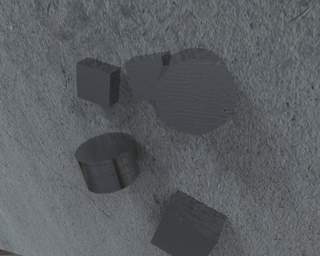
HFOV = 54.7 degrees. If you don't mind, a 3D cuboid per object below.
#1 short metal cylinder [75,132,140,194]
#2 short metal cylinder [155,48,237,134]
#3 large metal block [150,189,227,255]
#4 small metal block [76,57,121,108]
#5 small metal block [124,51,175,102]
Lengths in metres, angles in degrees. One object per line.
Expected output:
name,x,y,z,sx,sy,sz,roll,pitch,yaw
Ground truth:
short metal cylinder,-0.073,0.047,0.437,0.080,0.080,0.050,2,119,27
short metal cylinder,0.037,-0.040,0.329,0.080,0.050,0.079,1,116,3
large metal block,0.041,0.152,0.462,0.080,0.050,0.079,28,128,10
small metal block,-0.082,-0.060,0.411,0.050,0.025,0.050,20,126,16
small metal block,-0.009,-0.061,0.372,0.050,0.025,0.050,-2,118,29
